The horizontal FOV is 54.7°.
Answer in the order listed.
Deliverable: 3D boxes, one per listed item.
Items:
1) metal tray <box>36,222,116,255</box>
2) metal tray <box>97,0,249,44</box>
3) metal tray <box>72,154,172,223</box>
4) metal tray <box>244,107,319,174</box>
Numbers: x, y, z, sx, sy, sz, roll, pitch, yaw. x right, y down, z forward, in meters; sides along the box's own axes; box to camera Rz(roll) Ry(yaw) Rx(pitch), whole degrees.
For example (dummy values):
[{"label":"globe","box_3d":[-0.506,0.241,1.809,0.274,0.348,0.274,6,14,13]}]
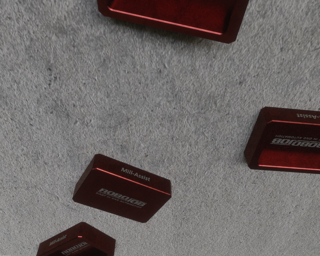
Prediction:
[{"label":"metal tray","box_3d":[-0.163,0.237,0.603,0.130,0.030,0.090,-32,124,24]},{"label":"metal tray","box_3d":[0.011,-0.127,0.259,0.131,0.030,0.090,14,149,5]},{"label":"metal tray","box_3d":[-0.059,0.099,0.487,0.131,0.030,0.089,24,126,-19]},{"label":"metal tray","box_3d":[0.192,0.020,0.422,0.131,0.030,0.089,5,130,-4]}]
